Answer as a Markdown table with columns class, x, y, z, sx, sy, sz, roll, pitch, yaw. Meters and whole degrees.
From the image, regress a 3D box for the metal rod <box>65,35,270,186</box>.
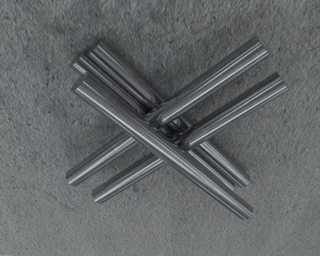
| class | x | y | z | sx | sy | sz | roll | pitch | yaw |
| --- | --- | --- | --- | --- | --- | --- | --- | --- | --- |
| metal rod | -0.010 | -0.006 | 0.371 | 0.299 | 0.025 | 0.025 | -34 | 123 | 25 |

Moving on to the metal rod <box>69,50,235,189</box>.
| class | x | y | z | sx | sy | sz | roll | pitch | yaw |
| --- | --- | --- | --- | --- | --- | --- | --- | --- | --- |
| metal rod | 0.008 | 0.008 | 0.415 | 0.025 | 0.025 | 0.301 | -34 | 123 | 25 |

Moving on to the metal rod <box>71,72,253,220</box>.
| class | x | y | z | sx | sy | sz | roll | pitch | yaw |
| --- | --- | --- | --- | --- | --- | --- | --- | --- | --- |
| metal rod | 0.022 | 0.038 | 0.376 | 0.025 | 0.025 | 0.301 | -35 | 122 | 26 |

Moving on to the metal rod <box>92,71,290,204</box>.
| class | x | y | z | sx | sy | sz | roll | pitch | yaw |
| --- | --- | --- | --- | --- | --- | --- | --- | --- | --- |
| metal rod | 0.021 | 0.025 | 0.397 | 0.299 | 0.025 | 0.025 | -34 | 123 | 25 |

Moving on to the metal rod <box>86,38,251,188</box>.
| class | x | y | z | sx | sy | sz | roll | pitch | yaw |
| --- | --- | --- | --- | --- | --- | --- | --- | --- | --- |
| metal rod | 0.029 | -0.003 | 0.406 | 0.025 | 0.025 | 0.301 | -34 | 123 | 25 |
